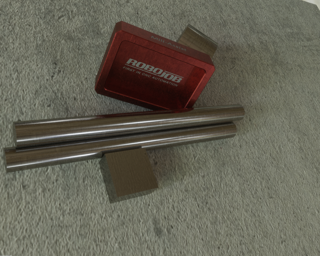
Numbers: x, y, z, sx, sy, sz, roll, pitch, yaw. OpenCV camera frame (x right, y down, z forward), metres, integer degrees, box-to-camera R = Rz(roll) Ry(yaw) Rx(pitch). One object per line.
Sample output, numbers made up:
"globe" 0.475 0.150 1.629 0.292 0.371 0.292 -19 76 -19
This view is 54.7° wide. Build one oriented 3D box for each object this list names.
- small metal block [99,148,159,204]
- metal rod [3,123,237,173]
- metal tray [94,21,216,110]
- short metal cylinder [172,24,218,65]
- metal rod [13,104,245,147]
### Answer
"small metal block" -0.036 0.053 0.353 0.050 0.025 0.050 -7 65 -32
"metal rod" -0.023 0.017 0.382 0.303 0.025 0.025 -7 65 -31
"metal tray" -0.008 -0.070 0.398 0.131 0.089 0.030 16 36 -20
"short metal cylinder" 0.041 -0.105 0.456 0.050 0.080 0.080 32 51 -8
"metal rod" -0.012 -0.008 0.379 0.303 0.025 0.025 -7 65 -31
